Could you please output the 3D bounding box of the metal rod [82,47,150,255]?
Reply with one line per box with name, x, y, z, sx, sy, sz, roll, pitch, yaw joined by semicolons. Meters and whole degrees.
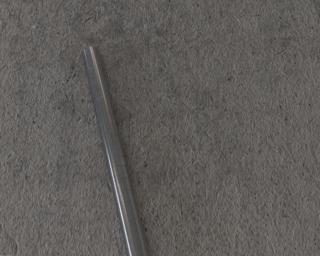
metal rod;-0.060;0.026;0.398;0.025;0.025;0.299;-15;71;-5
